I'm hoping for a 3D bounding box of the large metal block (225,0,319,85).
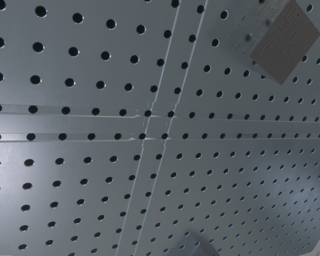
[{"bbox_3d":[0.146,-0.115,0.403,0.080,0.050,0.080,26,104,-37],"label":"large metal block"}]

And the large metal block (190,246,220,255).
[{"bbox_3d":[0.087,0.295,0.624,0.080,0.050,0.080,-47,129,5],"label":"large metal block"}]
